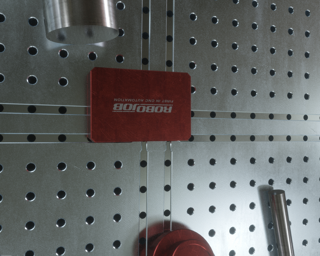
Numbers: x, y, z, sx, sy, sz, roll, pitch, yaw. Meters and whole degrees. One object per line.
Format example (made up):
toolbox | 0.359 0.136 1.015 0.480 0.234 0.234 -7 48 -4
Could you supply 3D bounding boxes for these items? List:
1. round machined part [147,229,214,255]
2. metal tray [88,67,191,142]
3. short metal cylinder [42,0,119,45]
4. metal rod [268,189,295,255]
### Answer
round machined part | 0.034 0.180 0.397 0.099 0.042 0.098 12 62 -25
metal tray | -0.025 -0.028 0.401 0.131 0.030 0.089 0 90 -20
short metal cylinder | -0.089 -0.129 0.350 0.081 0.080 0.050 -7 93 -20
metal rod | 0.206 0.245 0.488 0.025 0.025 0.298 -12 94 -20
